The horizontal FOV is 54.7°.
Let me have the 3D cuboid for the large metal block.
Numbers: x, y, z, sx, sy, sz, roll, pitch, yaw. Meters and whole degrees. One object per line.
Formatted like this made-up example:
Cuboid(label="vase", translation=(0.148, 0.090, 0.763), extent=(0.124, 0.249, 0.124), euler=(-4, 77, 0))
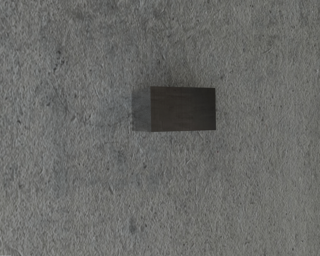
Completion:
Cuboid(label="large metal block", translation=(0.014, -0.022, 0.387), extent=(0.081, 0.080, 0.050), euler=(-1, 91, -20))
